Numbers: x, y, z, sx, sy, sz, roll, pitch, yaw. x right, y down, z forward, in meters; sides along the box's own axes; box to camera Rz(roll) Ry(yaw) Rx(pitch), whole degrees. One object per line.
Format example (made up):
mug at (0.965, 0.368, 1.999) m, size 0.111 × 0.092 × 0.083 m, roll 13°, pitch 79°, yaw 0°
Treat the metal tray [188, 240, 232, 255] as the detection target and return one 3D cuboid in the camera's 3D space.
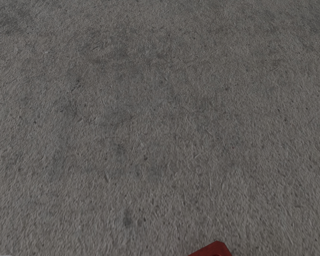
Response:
metal tray at (0.020, 0.166, 0.260) m, size 0.131 × 0.030 × 0.090 m, roll -21°, pitch 53°, yaw -17°
